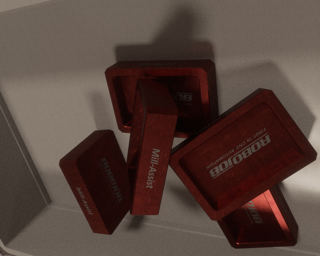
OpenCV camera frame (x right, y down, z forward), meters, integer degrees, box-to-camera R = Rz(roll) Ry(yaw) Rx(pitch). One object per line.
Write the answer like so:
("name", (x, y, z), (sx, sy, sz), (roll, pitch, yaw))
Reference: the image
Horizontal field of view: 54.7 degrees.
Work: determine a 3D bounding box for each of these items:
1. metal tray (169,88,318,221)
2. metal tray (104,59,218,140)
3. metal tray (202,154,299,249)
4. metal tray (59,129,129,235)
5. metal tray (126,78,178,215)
("metal tray", (0.085, 0.029, 0.336), (0.130, 0.030, 0.090), (-36, 94, 11))
("metal tray", (0.003, -0.035, 0.380), (0.130, 0.030, 0.089), (5, 121, 25))
("metal tray", (0.112, 0.098, 0.406), (0.090, 0.030, 0.130), (-19, 109, 35))
("metal tray", (-0.084, 0.078, 0.457), (0.030, 0.090, 0.129), (-5, 116, 30))
("metal tray", (-0.014, 0.020, 0.345), (0.030, 0.090, 0.129), (4, 117, -12))
